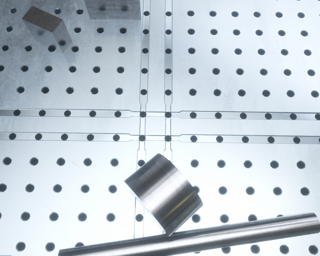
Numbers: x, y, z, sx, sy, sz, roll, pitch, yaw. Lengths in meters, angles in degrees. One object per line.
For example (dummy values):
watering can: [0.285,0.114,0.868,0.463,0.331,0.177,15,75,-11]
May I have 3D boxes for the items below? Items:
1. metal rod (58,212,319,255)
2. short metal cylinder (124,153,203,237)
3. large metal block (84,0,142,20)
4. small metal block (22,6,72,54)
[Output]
metal rod: [0.036,0.133,0.363,0.302,0.025,0.025,-7,70,-3]
short metal cylinder: [0.003,0.076,0.355,0.050,0.080,0.080,-39,75,-13]
large metal block: [-0.069,-0.216,0.477,0.081,0.050,0.080,1,70,0]
small metal block: [-0.162,-0.141,0.448,0.050,0.050,0.025,26,72,9]
